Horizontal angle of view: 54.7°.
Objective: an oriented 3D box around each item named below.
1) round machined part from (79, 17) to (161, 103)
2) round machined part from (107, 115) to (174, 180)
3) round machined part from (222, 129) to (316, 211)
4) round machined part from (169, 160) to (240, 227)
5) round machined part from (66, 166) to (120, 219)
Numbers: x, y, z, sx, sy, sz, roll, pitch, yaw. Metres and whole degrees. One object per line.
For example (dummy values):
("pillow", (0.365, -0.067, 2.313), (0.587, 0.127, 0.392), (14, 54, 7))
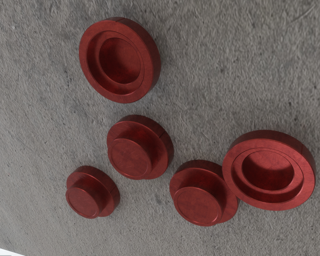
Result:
("round machined part", (-0.043, -0.082, 0.368), (0.098, 0.042, 0.097), (13, 124, 21))
("round machined part", (-0.034, 0.034, 0.434), (0.098, 0.042, 0.097), (13, 124, 21))
("round machined part", (0.125, 0.044, 0.357), (0.098, 0.042, 0.097), (13, 124, 21))
("round machined part", (0.057, 0.095, 0.425), (0.098, 0.042, 0.097), (13, 124, 21))
("round machined part", (-0.121, 0.117, 0.532), (0.098, 0.042, 0.097), (13, 124, 21))
